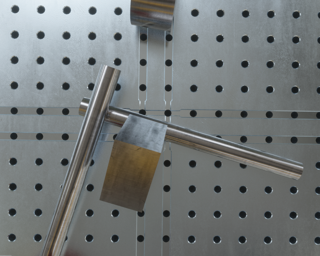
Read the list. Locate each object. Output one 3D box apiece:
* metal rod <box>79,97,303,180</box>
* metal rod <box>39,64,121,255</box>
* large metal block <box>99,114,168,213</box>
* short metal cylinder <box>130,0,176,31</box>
[{"bbox_3d":[0.041,0.014,0.413,0.302,0.025,0.025,17,90,-1],"label":"metal rod"},{"bbox_3d":[-0.109,0.066,0.396,0.025,0.025,0.298,19,96,-1],"label":"metal rod"},{"bbox_3d":[-0.030,0.039,0.373,0.050,0.080,0.079,17,112,0],"label":"large metal block"},{"bbox_3d":[-0.005,-0.165,0.386,0.050,0.080,0.080,10,90,0],"label":"short metal cylinder"}]
